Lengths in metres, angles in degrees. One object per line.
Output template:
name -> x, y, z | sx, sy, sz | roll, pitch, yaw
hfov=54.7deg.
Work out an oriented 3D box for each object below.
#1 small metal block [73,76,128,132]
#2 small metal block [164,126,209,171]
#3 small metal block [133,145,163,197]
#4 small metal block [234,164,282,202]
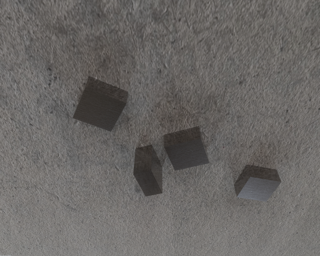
small metal block -> -0.073, -0.029, 0.382 | 0.050, 0.025, 0.050 | 21, 127, -17
small metal block -> 0.037, 0.029, 0.432 | 0.050, 0.025, 0.050 | -14, 129, 11
small metal block -> -0.016, 0.061, 0.442 | 0.025, 0.050, 0.050 | -13, 129, 11
small metal block -> 0.151, 0.086, 0.482 | 0.050, 0.025, 0.050 | 11, 129, -9
